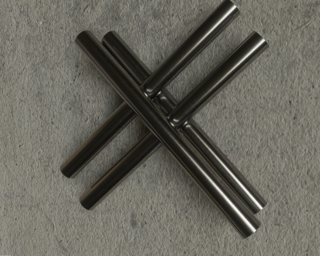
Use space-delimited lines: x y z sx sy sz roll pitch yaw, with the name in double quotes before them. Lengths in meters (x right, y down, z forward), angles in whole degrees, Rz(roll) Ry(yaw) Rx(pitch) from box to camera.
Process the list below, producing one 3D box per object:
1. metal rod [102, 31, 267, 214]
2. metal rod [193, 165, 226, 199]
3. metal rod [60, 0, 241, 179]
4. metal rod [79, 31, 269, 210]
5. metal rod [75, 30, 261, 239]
"metal rod" 0.023 -0.015 0.401 0.025 0.025 0.300 -44 77 14
"metal rod" 0.004 -0.001 0.408 0.025 0.025 0.300 -44 77 14
"metal rod" -0.022 -0.040 0.390 0.299 0.025 0.025 -43 77 14
"metal rod" 0.007 0.001 0.380 0.299 0.025 0.025 -43 77 14
"metal rod" 0.000 -0.003 0.356 0.025 0.025 0.300 -44 77 14
